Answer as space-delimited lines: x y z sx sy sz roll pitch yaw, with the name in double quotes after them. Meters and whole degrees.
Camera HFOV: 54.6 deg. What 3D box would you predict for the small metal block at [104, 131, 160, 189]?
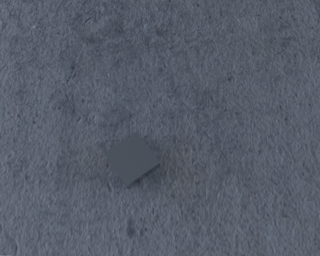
-0.035 0.041 0.393 0.050 0.025 0.050 -34 74 -12 "small metal block"
